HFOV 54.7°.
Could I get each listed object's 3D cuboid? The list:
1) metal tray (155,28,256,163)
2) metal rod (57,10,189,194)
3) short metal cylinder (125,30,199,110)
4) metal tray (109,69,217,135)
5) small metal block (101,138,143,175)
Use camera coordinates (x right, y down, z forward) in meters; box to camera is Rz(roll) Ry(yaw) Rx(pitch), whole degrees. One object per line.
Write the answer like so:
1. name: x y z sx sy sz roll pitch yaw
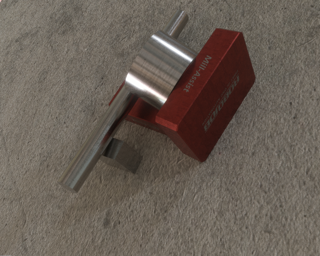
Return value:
1. metal tray: 0.058 -0.035 0.354 0.030 0.090 0.130 25 75 36
2. metal rod: -0.034 -0.052 0.404 0.025 0.025 0.300 11 58 32
3. short metal cylinder: 0.003 -0.065 0.360 0.050 0.080 0.080 33 78 4
4. metal tray: 0.003 -0.042 0.425 0.130 0.030 0.090 20 72 35
5. small metal block: -0.058 0.033 0.398 0.050 0.050 0.025 14 69 33
